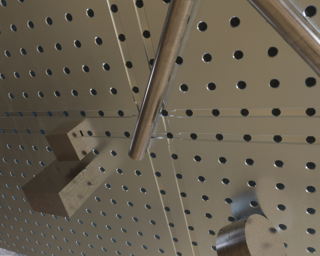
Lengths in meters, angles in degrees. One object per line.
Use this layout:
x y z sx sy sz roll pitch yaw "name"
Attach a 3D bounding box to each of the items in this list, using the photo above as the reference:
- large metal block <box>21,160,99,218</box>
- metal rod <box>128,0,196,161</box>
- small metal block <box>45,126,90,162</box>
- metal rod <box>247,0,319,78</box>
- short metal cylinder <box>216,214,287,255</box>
-0.165 0.099 0.522 0.080 0.080 0.050 1 119 27 "large metal block"
0.005 -0.074 0.361 0.025 0.025 0.298 27 128 11 "metal rod"
-0.151 0.026 0.505 0.050 0.025 0.050 -6 116 30 "small metal block"
0.164 -0.053 0.291 0.300 0.025 0.025 45 129 -4 "metal rod"
0.122 0.162 0.411 0.080 0.080 0.050 46 129 -5 "short metal cylinder"
